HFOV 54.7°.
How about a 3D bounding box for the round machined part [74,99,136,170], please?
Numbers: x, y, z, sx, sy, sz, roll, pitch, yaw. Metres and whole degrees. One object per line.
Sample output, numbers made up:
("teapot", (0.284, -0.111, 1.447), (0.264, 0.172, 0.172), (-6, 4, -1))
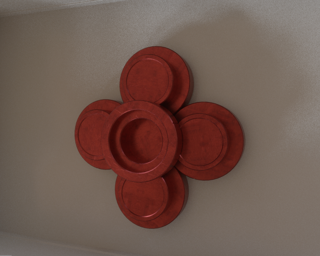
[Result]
("round machined part", (-0.077, 0.009, 0.426), (0.098, 0.042, 0.097), (0, 90, 20))

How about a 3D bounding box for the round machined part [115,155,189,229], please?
("round machined part", (-0.015, 0.083, 0.405), (0.098, 0.042, 0.097), (-1, 88, 18))

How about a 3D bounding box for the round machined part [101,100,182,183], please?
("round machined part", (-0.019, 0.015, 0.384), (0.098, 0.042, 0.097), (0, 90, 20))

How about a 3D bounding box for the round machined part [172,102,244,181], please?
("round machined part", (0.052, 0.016, 0.381), (0.098, 0.042, 0.097), (0, 90, 20))

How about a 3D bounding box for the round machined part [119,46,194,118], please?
("round machined part", (-0.009, -0.058, 0.401), (0.098, 0.042, 0.097), (0, 90, 20))
